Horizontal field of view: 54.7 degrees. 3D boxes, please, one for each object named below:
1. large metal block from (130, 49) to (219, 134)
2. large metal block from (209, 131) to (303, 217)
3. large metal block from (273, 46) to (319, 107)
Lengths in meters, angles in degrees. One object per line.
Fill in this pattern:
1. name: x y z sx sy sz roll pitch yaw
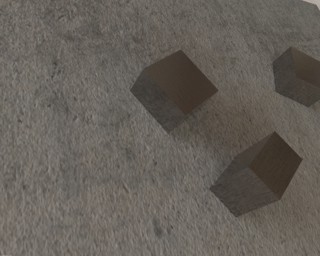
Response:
1. large metal block: 0.020 -0.052 0.432 0.080 0.050 0.081 49 51 6
2. large metal block: 0.123 0.060 0.400 0.050 0.080 0.080 47 51 4
3. large metal block: 0.269 -0.098 0.596 0.080 0.050 0.080 21 54 -16
